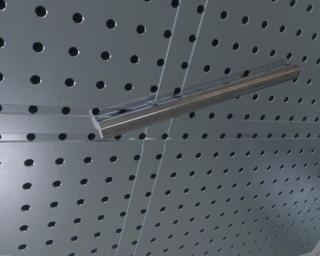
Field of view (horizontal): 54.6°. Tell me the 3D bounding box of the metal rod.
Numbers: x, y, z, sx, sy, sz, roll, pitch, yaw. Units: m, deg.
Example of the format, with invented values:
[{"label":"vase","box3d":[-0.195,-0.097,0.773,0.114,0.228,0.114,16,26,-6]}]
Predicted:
[{"label":"metal rod","box3d":[0.064,-0.042,0.419,0.302,0.025,0.025,-18,126,-18]}]
